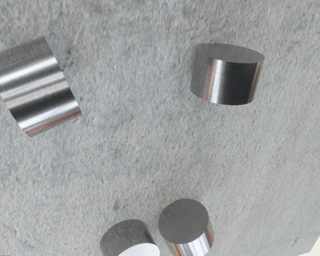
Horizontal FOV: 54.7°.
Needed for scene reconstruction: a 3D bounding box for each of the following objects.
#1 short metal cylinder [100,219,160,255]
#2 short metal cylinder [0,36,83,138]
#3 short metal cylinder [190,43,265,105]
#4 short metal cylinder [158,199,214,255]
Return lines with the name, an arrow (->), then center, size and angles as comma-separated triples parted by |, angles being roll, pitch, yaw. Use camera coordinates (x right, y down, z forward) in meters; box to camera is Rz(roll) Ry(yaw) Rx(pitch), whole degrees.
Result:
short metal cylinder -> -0.047, 0.191, 0.485 | 0.081, 0.050, 0.079 | -14, 125, -21
short metal cylinder -> -0.113, -0.038, 0.287 | 0.050, 0.080, 0.080 | -26, 128, -13
short metal cylinder -> 0.080, -0.067, 0.375 | 0.081, 0.080, 0.050 | -9, 122, -24
short metal cylinder -> 0.043, 0.162, 0.497 | 0.080, 0.080, 0.050 | -28, 128, -11
